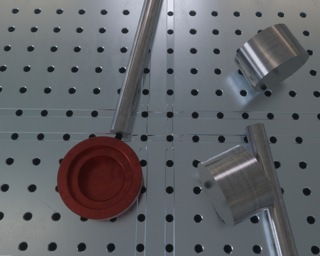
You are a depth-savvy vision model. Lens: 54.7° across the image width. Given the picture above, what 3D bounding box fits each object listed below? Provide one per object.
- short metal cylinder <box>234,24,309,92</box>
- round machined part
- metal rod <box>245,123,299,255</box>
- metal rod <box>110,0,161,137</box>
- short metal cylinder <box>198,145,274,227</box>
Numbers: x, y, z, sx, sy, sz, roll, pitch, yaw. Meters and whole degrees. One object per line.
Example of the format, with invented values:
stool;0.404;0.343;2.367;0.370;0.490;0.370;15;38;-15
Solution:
short metal cylinder;0.149;-0.093;0.417;0.080;0.080;0.050;-25;72;-9
round machined part;-0.070;0.063;0.379;0.099;0.042;0.098;0;70;0
metal rod;0.145;0.137;0.362;0.025;0.025;0.299;-7;70;-3
metal rod;-0.025;-0.131;0.459;0.025;0.025;0.299;10;70;4
short metal cylinder;0.085;0.066;0.359;0.050;0.080;0.080;-24;72;-9
